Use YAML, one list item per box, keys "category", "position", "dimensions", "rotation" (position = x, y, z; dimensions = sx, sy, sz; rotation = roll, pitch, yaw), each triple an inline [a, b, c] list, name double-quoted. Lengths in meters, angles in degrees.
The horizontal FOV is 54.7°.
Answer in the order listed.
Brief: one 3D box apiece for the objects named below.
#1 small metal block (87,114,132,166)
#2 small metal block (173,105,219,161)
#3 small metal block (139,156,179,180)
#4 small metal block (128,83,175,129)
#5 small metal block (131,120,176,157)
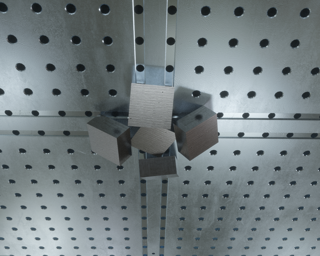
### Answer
- category: "small metal block"
  position: [-0.066, 0.016, 0.409]
  dimensions: [0.050, 0.025, 0.050]
  rotation: [24, 136, 25]
- category: "small metal block"
  position: [0.048, 0.007, 0.402]
  dimensions: [0.050, 0.025, 0.050]
  rotation: [-30, 133, -21]
- category: "small metal block"
  position: [0.000, 0.058, 0.445]
  dimensions: [0.050, 0.025, 0.050]
  rotation: [-7, 166, 5]
- category: "small metal block"
  position: [-0.011, -0.026, 0.373]
  dimensions: [0.050, 0.025, 0.050]
  rotation: [5, 94, -4]
- category: "small metal block"
  position: [-0.009, 0.008, 0.417]
  dimensions: [0.050, 0.025, 0.050]
  rotation: [25, 126, -20]
